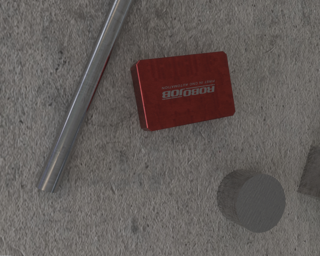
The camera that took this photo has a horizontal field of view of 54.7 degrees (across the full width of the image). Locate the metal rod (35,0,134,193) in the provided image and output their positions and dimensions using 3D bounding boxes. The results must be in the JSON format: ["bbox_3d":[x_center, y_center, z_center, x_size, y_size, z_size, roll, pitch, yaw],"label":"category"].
[{"bbox_3d":[-0.081,-0.068,0.378,0.025,0.025,0.299,23,82,-19],"label":"metal rod"}]

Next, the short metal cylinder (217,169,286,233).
[{"bbox_3d":[0.130,0.102,0.444,0.081,0.050,0.079,0,90,-20],"label":"short metal cylinder"}]

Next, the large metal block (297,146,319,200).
[{"bbox_3d":[0.281,0.082,0.500,0.080,0.050,0.080,23,83,-19],"label":"large metal block"}]

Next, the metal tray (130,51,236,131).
[{"bbox_3d":[0.033,-0.051,0.418,0.131,0.030,0.089,-11,94,-20],"label":"metal tray"}]
